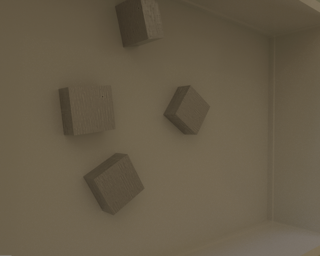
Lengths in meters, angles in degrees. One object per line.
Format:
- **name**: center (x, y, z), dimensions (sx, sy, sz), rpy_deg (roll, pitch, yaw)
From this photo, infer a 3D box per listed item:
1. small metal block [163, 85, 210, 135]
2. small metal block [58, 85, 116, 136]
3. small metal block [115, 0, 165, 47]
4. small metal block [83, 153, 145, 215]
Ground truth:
- **small metal block**: center (0.039, -0.025, 0.442), dimensions (0.050, 0.025, 0.050), rpy_deg (42, 65, -32)
- **small metal block**: center (-0.080, -0.020, 0.341), dimensions (0.050, 0.025, 0.050), rpy_deg (-9, 96, -40)
- **small metal block**: center (-0.025, -0.127, 0.371), dimensions (0.025, 0.050, 0.050), rpy_deg (-18, 102, -39)
- **small metal block**: center (-0.053, 0.064, 0.364), dimensions (0.050, 0.025, 0.050), rpy_deg (-37, 113, -34)
